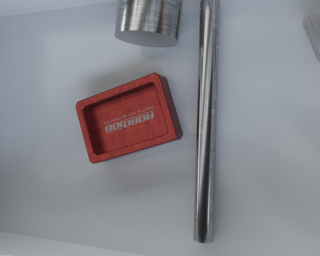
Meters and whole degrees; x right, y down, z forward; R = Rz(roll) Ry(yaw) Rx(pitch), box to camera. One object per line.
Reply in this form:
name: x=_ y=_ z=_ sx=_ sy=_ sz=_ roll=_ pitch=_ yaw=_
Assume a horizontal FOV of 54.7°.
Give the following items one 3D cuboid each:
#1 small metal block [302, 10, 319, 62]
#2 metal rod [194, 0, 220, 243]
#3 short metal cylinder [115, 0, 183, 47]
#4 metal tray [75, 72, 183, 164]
small metal block: x=0.194 y=-0.108 z=0.342 sx=0.050 sy=0.025 sz=0.050 roll=-21 pitch=83 yaw=18
metal rod: x=0.059 y=-0.008 z=0.389 sx=0.025 sy=0.025 sz=0.298 roll=2 pitch=91 yaw=19
short metal cylinder: x=-0.014 y=-0.135 z=0.385 sx=0.080 sy=0.080 sz=0.050 roll=7 pitch=93 yaw=19
metal tray: x=-0.044 y=-0.011 z=0.422 sx=0.130 sy=0.030 sz=0.090 roll=-18 pitch=84 yaw=18
